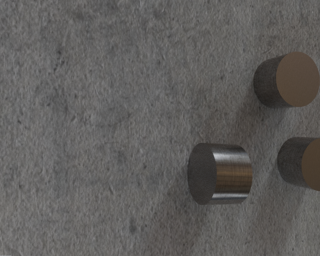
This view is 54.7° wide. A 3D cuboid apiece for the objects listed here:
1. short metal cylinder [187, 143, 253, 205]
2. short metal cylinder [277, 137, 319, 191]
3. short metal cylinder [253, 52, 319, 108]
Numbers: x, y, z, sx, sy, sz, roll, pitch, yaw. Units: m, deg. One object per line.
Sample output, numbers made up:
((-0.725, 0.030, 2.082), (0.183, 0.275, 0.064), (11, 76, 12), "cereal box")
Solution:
((0.076, 0.060, 0.410), (0.050, 0.080, 0.079), (4, 89, -20), "short metal cylinder")
((0.233, 0.054, 0.484), (0.081, 0.050, 0.079), (0, 90, -21), "short metal cylinder")
((0.191, -0.070, 0.468), (0.081, 0.050, 0.079), (0, 90, -21), "short metal cylinder")
